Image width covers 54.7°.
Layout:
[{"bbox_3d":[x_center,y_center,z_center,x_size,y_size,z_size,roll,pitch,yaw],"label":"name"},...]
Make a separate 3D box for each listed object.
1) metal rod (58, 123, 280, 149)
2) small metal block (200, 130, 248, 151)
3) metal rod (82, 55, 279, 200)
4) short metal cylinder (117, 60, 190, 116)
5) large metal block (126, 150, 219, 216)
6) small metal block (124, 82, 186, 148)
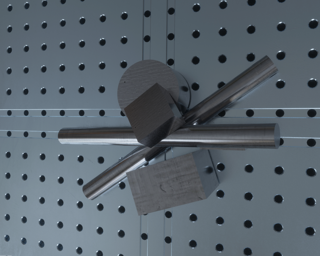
[{"bbox_3d":[-0.014,0.010,0.376,0.300,0.025,0.025,-1,90,33],"label":"metal rod"},{"bbox_3d":[0.078,0.012,0.368,0.050,0.050,0.025,0,90,21],"label":"small metal block"},{"bbox_3d":[0.015,0.009,0.404,0.300,0.025,0.025,-36,79,16],"label":"metal rod"},{"bbox_3d":[-0.007,-0.043,0.398,0.080,0.050,0.079,0,89,20],"label":"short metal cylinder"},{"bbox_3d":[0.018,0.061,0.372,0.080,0.080,0.050,-19,84,19],"label":"large metal block"},{"bbox_3d":[-0.007,-0.014,0.349,0.050,0.025,0.050,-37,56,16],"label":"small metal block"}]
